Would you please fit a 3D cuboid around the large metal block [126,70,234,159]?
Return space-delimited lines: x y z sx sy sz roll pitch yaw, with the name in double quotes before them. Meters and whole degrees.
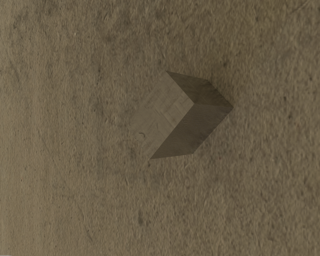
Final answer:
"large metal block" 0.023 -0.013 0.351 0.080 0.081 0.050 -52 60 27
